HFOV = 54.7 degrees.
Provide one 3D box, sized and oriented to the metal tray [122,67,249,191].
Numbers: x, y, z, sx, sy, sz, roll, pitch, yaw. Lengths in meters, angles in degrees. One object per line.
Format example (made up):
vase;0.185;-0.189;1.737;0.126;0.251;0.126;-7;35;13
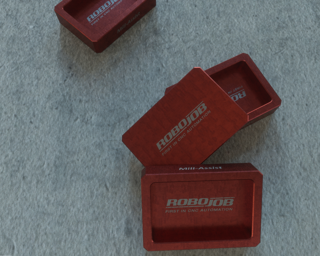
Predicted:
metal tray;0.030;0.002;0.380;0.130;0.030;0.090;-43;80;5

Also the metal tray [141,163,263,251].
metal tray;0.046;0.088;0.350;0.131;0.030;0.089;-2;100;-2

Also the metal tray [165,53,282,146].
metal tray;0.083;-0.037;0.419;0.131;0.030;0.090;-26;72;-10

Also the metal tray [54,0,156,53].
metal tray;-0.080;-0.186;0.472;0.090;0.030;0.130;41;75;13
